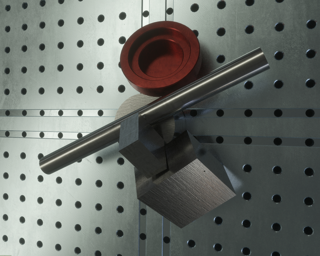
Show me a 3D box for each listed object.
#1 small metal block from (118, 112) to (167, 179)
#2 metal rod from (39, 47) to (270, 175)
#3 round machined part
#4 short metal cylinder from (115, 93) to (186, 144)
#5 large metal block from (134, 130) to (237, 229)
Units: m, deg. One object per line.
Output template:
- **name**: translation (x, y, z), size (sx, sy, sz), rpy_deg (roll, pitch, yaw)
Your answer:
- **small metal block**: translation (-0.019, 0.019, 0.340), size (0.025, 0.050, 0.050), rpy_deg (-31, 122, 17)
- **metal rod**: translation (-0.021, -0.011, 0.365), size (0.300, 0.025, 0.025), rpy_deg (-25, 82, 17)
- **round machined part**: translation (0.003, -0.082, 0.389), size (0.098, 0.042, 0.098), rpy_deg (-5, 67, 11)
- **short metal cylinder**: translation (-0.012, -0.003, 0.402), size (0.080, 0.050, 0.079), rpy_deg (0, 90, 19)
- **large metal block**: translation (0.028, 0.062, 0.364), size (0.080, 0.050, 0.080), rpy_deg (-37, 123, 16)
